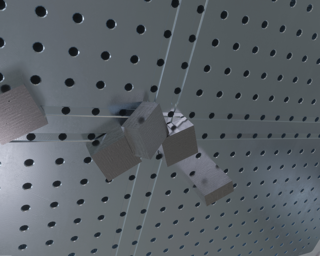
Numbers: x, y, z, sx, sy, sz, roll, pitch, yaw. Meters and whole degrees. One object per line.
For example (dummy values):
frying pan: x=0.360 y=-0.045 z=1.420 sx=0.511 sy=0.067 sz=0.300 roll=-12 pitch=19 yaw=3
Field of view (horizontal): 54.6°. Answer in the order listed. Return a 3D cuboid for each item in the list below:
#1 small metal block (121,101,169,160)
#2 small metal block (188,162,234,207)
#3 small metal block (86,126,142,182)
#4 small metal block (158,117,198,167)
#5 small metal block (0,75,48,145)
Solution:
small metal block: x=-0.017 y=0.003 z=0.387 sx=0.050 sy=0.025 sz=0.050 roll=-54 pitch=139 yaw=-37
small metal block: x=0.081 y=0.088 z=0.493 sx=0.050 sy=0.050 sz=0.025 roll=-26 pitch=128 yaw=-12
small metal block: x=-0.058 y=0.033 z=0.399 sx=0.050 sy=0.025 sz=0.050 roll=-31 pitch=129 yaw=-8
small metal block: x=0.023 y=0.020 z=0.435 sx=0.050 sy=0.025 sz=0.050 roll=-24 pitch=127 yaw=-14
small metal block: x=-0.151 y=-0.018 z=0.317 sx=0.050 sy=0.025 sz=0.050 roll=-27 pitch=128 yaw=-11
